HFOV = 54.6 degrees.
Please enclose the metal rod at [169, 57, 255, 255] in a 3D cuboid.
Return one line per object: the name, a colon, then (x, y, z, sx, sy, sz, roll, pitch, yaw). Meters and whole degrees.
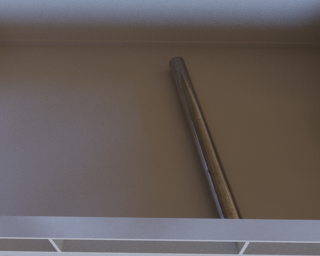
metal rod: (0.053, 0.010, 0.397, 0.025, 0.025, 0.300, -8, 50, -7)
